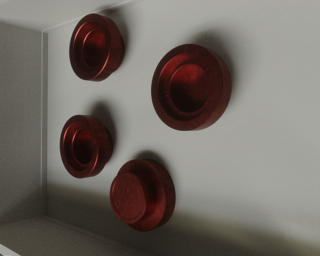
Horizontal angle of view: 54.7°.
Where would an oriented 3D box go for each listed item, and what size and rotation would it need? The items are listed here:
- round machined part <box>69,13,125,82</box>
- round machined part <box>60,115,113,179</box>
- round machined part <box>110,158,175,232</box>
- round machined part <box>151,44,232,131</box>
[{"bbox_3d":[-0.092,-0.119,0.472,0.098,0.042,0.097,0,90,40],"label":"round machined part"},{"bbox_3d":[-0.112,0.028,0.489,0.098,0.042,0.097,0,90,40],"label":"round machined part"},{"bbox_3d":[-0.030,0.092,0.421,0.098,0.042,0.097,0,90,40],"label":"round machined part"},{"bbox_3d":[0.040,-0.045,0.363,0.098,0.042,0.097,0,90,40],"label":"round machined part"}]
